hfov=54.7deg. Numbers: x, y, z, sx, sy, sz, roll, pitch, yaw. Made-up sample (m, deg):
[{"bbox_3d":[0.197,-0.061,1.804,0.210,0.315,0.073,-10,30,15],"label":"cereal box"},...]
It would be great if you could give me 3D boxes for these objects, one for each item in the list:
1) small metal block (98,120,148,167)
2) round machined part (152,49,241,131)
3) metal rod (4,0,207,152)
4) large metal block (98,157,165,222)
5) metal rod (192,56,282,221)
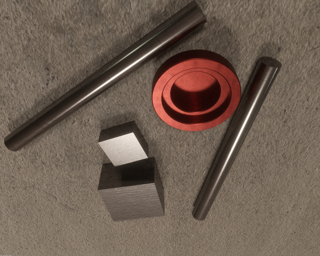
[{"bbox_3d":[-0.049,0.022,0.425,0.050,0.025,0.050,-16,129,13],"label":"small metal block"},{"bbox_3d":[0.040,-0.046,0.357,0.099,0.042,0.097,-1,130,0],"label":"round machined part"},{"bbox_3d":[-0.080,-0.048,0.365,0.300,0.025,0.025,-30,124,22],"label":"metal rod"},{"bbox_3d":[-0.040,0.094,0.471,0.080,0.050,0.080,-8,130,6],"label":"large metal block"},{"bbox_3d":[0.096,0.038,0.440,0.025,0.025,0.298,8,130,-7],"label":"metal rod"}]
